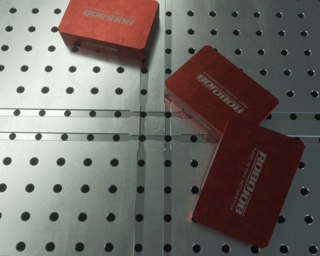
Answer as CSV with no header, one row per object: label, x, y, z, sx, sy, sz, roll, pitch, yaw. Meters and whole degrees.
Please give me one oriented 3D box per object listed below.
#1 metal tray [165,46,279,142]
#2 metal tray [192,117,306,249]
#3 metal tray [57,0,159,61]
metal tray,0.082,-0.043,0.426,0.130,0.030,0.090,43,75,13
metal tray,0.103,0.062,0.368,0.090,0.030,0.129,21,88,7
metal tray,-0.074,-0.159,0.466,0.131,0.030,0.090,13,70,4
